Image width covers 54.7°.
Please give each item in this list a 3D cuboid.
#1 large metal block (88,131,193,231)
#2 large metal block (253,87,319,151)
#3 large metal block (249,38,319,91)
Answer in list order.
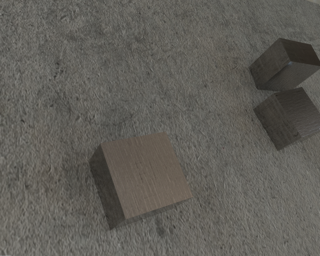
[{"bbox_3d":[-0.023,0.056,0.341,0.081,0.050,0.080,-10,67,-32],"label":"large metal block"},{"bbox_3d":[0.216,-0.016,0.514,0.081,0.050,0.080,-14,69,-34],"label":"large metal block"},{"bbox_3d":[0.223,-0.109,0.555,0.081,0.080,0.050,1,62,-28],"label":"large metal block"}]
